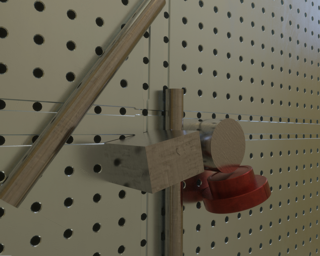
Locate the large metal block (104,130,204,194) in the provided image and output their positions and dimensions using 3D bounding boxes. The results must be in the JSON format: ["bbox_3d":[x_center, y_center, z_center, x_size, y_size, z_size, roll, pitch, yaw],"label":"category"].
[{"bbox_3d":[-0.007,0.035,0.369,0.081,0.080,0.050,-14,100,-39],"label":"large metal block"}]

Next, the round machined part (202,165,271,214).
[{"bbox_3d":[0.108,0.086,0.456,0.099,0.098,0.042,-20,93,-39],"label":"round machined part"}]

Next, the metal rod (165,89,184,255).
[{"bbox_3d":[0.019,0.096,0.427,0.025,0.025,0.298,0,90,-40],"label":"metal rod"}]

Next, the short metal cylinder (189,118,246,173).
[{"bbox_3d":[0.084,0.025,0.466,0.081,0.050,0.079,0,90,-40],"label":"short metal cylinder"}]

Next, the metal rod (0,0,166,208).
[{"bbox_3d":[-0.074,-0.050,0.348,0.025,0.025,0.300,45,63,-31],"label":"metal rod"}]
